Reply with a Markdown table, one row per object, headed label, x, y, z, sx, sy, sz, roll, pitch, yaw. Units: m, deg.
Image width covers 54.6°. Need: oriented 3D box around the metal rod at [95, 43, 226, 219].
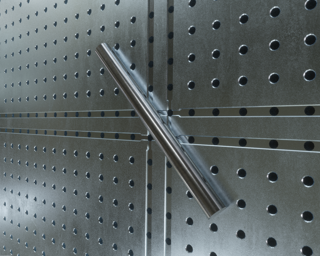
| label | x | y | z | sx | sy | sz | roll | pitch | yaw |
| --- | --- | --- | --- | --- | --- | --- | --- | --- | --- |
| metal rod | -0.012 | -0.012 | 0.421 | 0.025 | 0.025 | 0.299 | -50 | 61 | 28 |
